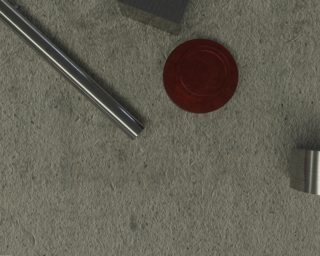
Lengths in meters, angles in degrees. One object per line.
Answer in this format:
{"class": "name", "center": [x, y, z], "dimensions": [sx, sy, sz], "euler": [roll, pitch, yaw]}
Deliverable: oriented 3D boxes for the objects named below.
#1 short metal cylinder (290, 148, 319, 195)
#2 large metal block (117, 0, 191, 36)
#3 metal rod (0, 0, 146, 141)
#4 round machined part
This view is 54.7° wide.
{"class": "short metal cylinder", "center": [0.205, 0.052, 0.384], "dimensions": [0.081, 0.080, 0.050], "euler": [3, 90, 0]}
{"class": "large metal block", "center": [0.000, -0.176, 0.397], "dimensions": [0.080, 0.050, 0.080], "euler": [21, 90, 0]}
{"class": "metal rod", "center": [-0.138, -0.093, 0.408], "dimensions": [0.300, 0.025, 0.025], "euler": [42, 90, 0]}
{"class": "round machined part", "center": [0.053, -0.068, 0.402], "dimensions": [0.099, 0.042, 0.097], "euler": [0, 90, 0]}
